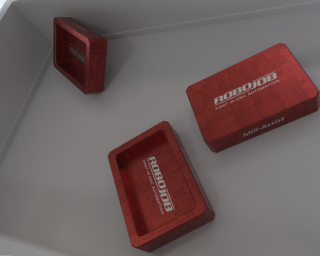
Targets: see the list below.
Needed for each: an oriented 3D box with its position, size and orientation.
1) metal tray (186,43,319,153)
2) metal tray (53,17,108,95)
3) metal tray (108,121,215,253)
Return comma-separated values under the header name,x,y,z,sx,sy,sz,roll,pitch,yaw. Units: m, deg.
name,x,y,z,sx,sy,sz,roll,pitch,yaw
metal tray,0.105,-0.036,0.370,0.130,0.030,0.090,-25,53,13
metal tray,-0.136,-0.122,0.513,0.030,0.089,0.130,-14,38,-38
metal tray,-0.004,0.064,0.364,0.090,0.030,0.130,-30,52,9
